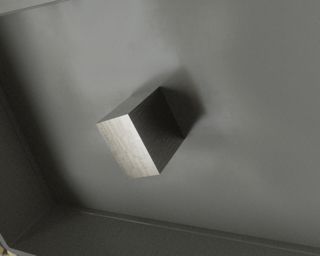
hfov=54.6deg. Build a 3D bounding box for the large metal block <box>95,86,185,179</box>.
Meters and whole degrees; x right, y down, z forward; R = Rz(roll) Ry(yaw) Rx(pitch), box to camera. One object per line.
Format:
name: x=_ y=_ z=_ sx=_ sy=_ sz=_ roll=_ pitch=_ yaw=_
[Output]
large metal block: x=-0.021 y=0.005 z=0.388 sx=0.050 sy=0.080 sz=0.080 roll=-14 pitch=111 yaw=34
